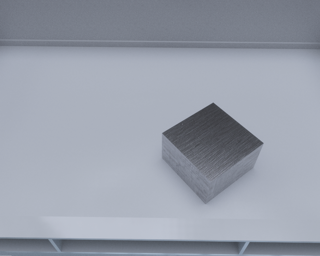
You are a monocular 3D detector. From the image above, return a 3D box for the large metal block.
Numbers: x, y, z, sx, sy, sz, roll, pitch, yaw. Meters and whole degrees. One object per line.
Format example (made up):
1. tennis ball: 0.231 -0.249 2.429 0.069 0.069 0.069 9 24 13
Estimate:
1. large metal block: 0.059 0.027 0.366 0.080 0.050 0.080 -31 57 -23
